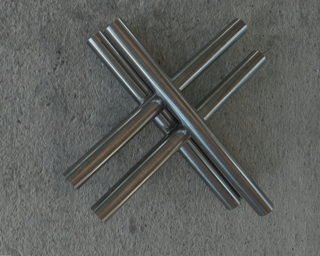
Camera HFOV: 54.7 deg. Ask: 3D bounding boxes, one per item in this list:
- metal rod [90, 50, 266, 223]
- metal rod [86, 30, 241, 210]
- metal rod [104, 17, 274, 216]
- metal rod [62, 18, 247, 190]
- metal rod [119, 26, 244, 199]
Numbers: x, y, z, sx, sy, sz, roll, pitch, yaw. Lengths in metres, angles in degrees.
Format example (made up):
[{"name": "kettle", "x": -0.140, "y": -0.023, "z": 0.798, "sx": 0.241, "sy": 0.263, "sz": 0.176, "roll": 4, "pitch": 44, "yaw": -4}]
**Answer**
[{"name": "metal rod", "x": 0.033, "y": 0.001, "z": 0.397, "sx": 0.301, "sy": 0.025, "sz": 0.025, "roll": -44, "pitch": 104, "yaw": -15}, {"name": "metal rod", "x": 0.013, "y": -0.001, "z": 0.416, "sx": 0.025, "sy": 0.025, "sz": 0.300, "roll": -44, "pitch": 104, "yaw": -15}, {"name": "metal rod", "x": 0.043, "y": -0.003, "z": 0.374, "sx": 0.025, "sy": 0.025, "sz": 0.300, "roll": -45, "pitch": 104, "yaw": -15}, {"name": "metal rod", "x": 0.005, "y": -0.040, "z": 0.386, "sx": 0.301, "sy": 0.025, "sz": 0.025, "roll": -44, "pitch": 104, "yaw": -15}, {"name": "metal rod", "x": 0.033, "y": -0.015, "z": 0.423, "sx": 0.025, "sy": 0.025, "sz": 0.300, "roll": -44, "pitch": 104, "yaw": -15}]
